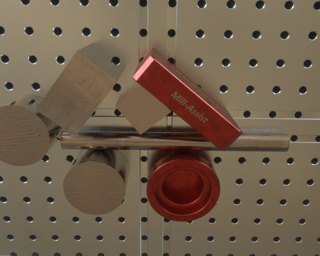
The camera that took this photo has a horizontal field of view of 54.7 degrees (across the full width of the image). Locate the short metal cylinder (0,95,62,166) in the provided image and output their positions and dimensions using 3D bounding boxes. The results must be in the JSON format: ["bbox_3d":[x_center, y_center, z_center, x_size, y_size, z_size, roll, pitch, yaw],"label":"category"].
[{"bbox_3d":[-0.174,0.002,0.399,0.081,0.050,0.079,0,110,0],"label":"short metal cylinder"}]

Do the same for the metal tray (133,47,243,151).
[{"bbox_3d":[0.031,-0.037,0.365,0.130,0.090,0.030,38,106,-13],"label":"metal tray"}]

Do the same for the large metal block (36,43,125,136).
[{"bbox_3d":[-0.089,-0.048,0.366,0.050,0.080,0.080,37,106,-13],"label":"large metal block"}]

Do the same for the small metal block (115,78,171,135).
[{"bbox_3d":[-0.021,-0.028,0.403,0.050,0.025,0.050,-37,106,12],"label":"small metal block"}]

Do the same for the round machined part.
[{"bbox_3d":[0.031,0.078,0.433,0.099,0.042,0.097,0,110,0],"label":"round machined part"}]

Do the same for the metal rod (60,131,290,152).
[{"bbox_3d":[0.020,0.018,0.420,0.302,0.025,0.025,1,110,-1],"label":"metal rod"}]

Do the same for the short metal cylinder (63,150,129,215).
[{"bbox_3d":[-0.085,0.071,0.425,0.081,0.050,0.079,0,110,0],"label":"short metal cylinder"}]
